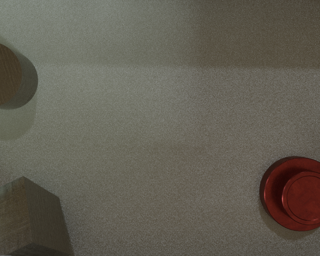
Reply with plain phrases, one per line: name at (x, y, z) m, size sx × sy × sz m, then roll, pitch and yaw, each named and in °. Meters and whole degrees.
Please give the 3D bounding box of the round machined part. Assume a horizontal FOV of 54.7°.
round machined part at (0.186, 0.087, 0.406) m, size 0.099 × 0.042 × 0.097 m, roll 0°, pitch 90°, yaw -1°

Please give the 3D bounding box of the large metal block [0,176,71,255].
large metal block at (-0.156, 0.116, 0.366) m, size 0.050 × 0.080 × 0.080 m, roll -26°, pitch 56°, yaw 0°

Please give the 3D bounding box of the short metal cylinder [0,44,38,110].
short metal cylinder at (-0.206, -0.064, 0.396) m, size 0.081 × 0.050 × 0.079 m, roll 0°, pitch 90°, yaw -1°
